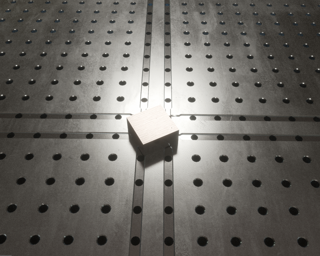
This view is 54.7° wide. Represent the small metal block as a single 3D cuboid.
[{"bbox_3d":[-0.010,0.002,0.406,0.050,0.025,0.050,-22,54,-18],"label":"small metal block"}]
